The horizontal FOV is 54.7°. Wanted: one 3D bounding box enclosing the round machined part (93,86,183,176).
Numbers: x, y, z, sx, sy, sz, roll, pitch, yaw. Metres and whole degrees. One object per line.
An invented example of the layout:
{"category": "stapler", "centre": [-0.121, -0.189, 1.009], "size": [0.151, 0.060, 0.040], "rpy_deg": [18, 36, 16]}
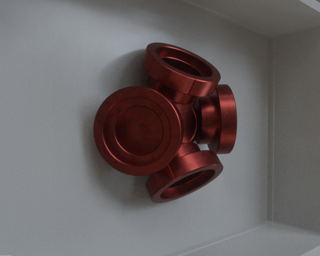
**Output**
{"category": "round machined part", "centre": [-0.021, 0.002, 0.353], "size": [0.042, 0.098, 0.097], "rpy_deg": [-24, 109, -77]}

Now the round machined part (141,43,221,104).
{"category": "round machined part", "centre": [0.023, -0.066, 0.390], "size": [0.099, 0.098, 0.042], "rpy_deg": [-5, 131, -40]}

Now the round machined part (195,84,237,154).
{"category": "round machined part", "centre": [0.071, -0.012, 0.432], "size": [0.042, 0.098, 0.097], "rpy_deg": [-2, 92, -4]}

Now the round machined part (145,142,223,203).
{"category": "round machined part", "centre": [0.027, 0.054, 0.393], "size": [0.099, 0.097, 0.042], "rpy_deg": [-2, 55, -40]}

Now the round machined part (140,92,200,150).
{"category": "round machined part", "centre": [0.014, -0.006, 0.406], "size": [0.099, 0.042, 0.097], "rpy_deg": [0, 90, -40]}
